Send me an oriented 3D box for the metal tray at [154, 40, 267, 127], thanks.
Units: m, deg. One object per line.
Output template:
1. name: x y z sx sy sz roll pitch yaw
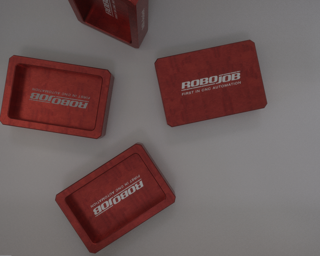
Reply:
1. metal tray: 0.065 -0.057 0.409 0.131 0.030 0.089 -12 90 0

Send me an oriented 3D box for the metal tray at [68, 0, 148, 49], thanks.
1. metal tray: -0.060 -0.144 0.357 0.090 0.130 0.030 25 84 0

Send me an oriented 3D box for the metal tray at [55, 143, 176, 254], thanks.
1. metal tray: -0.057 0.090 0.408 0.130 0.030 0.090 -33 90 0

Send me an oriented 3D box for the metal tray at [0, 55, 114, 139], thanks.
1. metal tray: -0.133 -0.039 0.407 0.131 0.030 0.089 9 90 0
